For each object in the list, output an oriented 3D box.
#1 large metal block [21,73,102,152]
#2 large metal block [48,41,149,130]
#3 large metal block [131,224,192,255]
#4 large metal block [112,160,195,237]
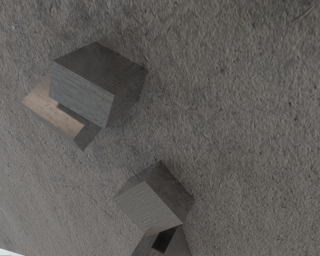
[{"bbox_3d":[-0.127,-0.018,0.423,0.080,0.050,0.080,35,165,5],"label":"large metal block"},{"bbox_3d":[-0.073,-0.055,0.376,0.080,0.080,0.050,30,128,9],"label":"large metal block"},{"bbox_3d":[0.005,0.205,0.496,0.050,0.080,0.080,-3,117,29],"label":"large metal block"},{"bbox_3d":[-0.010,0.106,0.462,0.080,0.050,0.080,49,129,-7],"label":"large metal block"}]
